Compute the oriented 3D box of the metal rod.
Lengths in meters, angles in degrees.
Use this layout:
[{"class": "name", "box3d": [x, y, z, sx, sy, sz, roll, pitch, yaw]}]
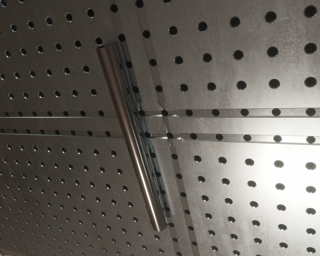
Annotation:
[{"class": "metal rod", "box3d": [-0.033, 0.029, 0.445, 0.025, 0.025, 0.298, 0, 119, 28]}]
